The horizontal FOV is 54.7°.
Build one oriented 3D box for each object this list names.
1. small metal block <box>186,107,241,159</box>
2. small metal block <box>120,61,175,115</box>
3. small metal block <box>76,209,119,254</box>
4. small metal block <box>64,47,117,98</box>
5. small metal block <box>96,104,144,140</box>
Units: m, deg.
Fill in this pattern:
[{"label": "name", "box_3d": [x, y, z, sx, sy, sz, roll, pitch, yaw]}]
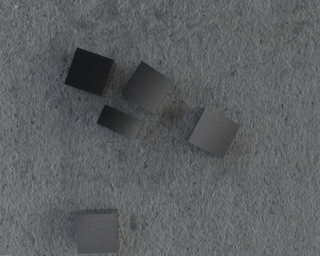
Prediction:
[{"label": "small metal block", "box_3d": [0.070, 0.007, 0.410, 0.050, 0.025, 0.050, 27, 90, 0]}, {"label": "small metal block", "box_3d": [-0.016, -0.052, 0.410, 0.050, 0.025, 0.050, 33, 90, 0]}, {"label": "small metal block", "box_3d": [-0.081, 0.136, 0.409, 0.050, 0.025, 0.050, -2, 90, 0]}, {"label": "small metal block", "box_3d": [-0.091, -0.072, 0.409, 0.050, 0.025, 0.050, 19, 90, 0]}, {"label": "small metal block", "box_3d": [-0.048, -0.007, 0.397, 0.050, 0.050, 0.025, 25, 90, 0]}]
